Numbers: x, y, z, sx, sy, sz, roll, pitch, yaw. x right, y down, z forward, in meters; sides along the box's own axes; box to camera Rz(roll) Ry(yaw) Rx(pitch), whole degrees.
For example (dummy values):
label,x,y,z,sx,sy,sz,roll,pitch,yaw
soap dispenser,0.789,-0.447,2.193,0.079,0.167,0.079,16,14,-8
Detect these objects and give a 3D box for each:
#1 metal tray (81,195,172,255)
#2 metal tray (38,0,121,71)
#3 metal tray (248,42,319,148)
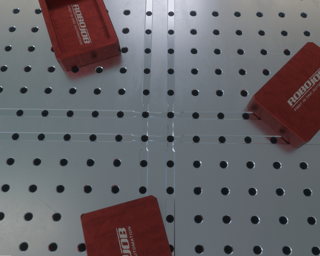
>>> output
label,x,y,z,sx,sy,sz,roll,pitch,yaw
metal tray,-0.031,0.152,0.353,0.090,0.030,0.130,-14,71,-5
metal tray,-0.122,-0.158,0.466,0.090,0.030,0.130,-19,71,-7
metal tray,0.199,-0.048,0.428,0.130,0.030,0.090,-43,76,-14
